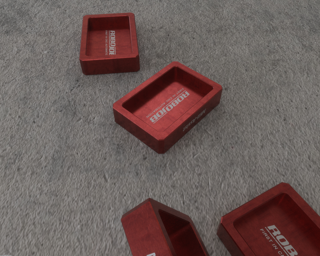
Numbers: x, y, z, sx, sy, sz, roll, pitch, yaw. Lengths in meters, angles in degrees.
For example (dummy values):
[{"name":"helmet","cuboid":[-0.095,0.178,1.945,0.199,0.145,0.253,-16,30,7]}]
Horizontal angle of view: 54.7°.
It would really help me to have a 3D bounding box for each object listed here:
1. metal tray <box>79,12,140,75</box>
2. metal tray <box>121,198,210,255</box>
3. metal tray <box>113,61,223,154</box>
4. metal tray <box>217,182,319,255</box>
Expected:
[{"name":"metal tray","cuboid":[-0.084,-0.145,0.520,0.091,0.030,0.130,-5,50,-4]},{"name":"metal tray","cuboid":[0.023,0.128,0.251,0.030,0.090,0.130,-35,53,10]},{"name":"metal tray","cuboid":[0.012,-0.034,0.427,0.090,0.030,0.131,35,58,25]},{"name":"metal tray","cuboid":[0.128,0.125,0.295,0.091,0.030,0.130,-23,54,-19]}]
